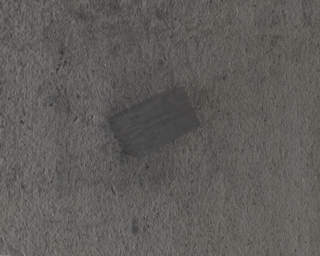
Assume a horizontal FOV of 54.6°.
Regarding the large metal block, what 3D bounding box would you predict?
[{"bbox_3d":[-0.011,-0.007,0.375,0.080,0.080,0.050,-28,100,-18],"label":"large metal block"}]
